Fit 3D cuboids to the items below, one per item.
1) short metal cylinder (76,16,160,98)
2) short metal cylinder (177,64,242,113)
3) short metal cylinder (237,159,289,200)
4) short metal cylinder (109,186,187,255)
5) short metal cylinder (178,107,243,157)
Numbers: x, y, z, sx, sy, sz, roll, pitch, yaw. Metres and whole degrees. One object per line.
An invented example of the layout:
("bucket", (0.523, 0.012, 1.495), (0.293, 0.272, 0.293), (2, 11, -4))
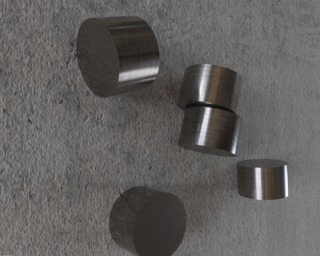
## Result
("short metal cylinder", (-0.046, -0.076, 0.330), (0.050, 0.080, 0.080), (-20, 103, -38))
("short metal cylinder", (0.068, -0.048, 0.426), (0.080, 0.080, 0.050), (21, 77, -38))
("short metal cylinder", (0.169, 0.083, 0.510), (0.081, 0.080, 0.050), (-6, 94, -40))
("short metal cylinder", (-0.014, 0.115, 0.377), (0.081, 0.050, 0.080), (0, 90, -40))
("short metal cylinder", (0.069, 0.007, 0.426), (0.080, 0.080, 0.050), (20, 78, -38))
